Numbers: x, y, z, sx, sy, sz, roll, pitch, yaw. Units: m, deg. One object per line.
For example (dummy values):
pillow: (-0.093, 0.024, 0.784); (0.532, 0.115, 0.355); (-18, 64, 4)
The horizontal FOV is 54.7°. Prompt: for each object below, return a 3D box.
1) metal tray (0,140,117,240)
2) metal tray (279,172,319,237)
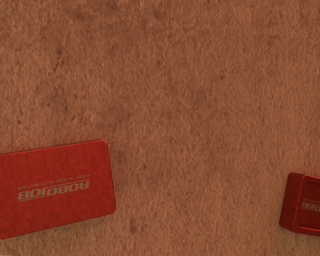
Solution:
metal tray: (-0.123, 0.067, 0.361); (0.131, 0.030, 0.089); (-8, 93, -20)
metal tray: (0.263, 0.129, 0.506); (0.131, 0.030, 0.090); (15, 85, -20)
